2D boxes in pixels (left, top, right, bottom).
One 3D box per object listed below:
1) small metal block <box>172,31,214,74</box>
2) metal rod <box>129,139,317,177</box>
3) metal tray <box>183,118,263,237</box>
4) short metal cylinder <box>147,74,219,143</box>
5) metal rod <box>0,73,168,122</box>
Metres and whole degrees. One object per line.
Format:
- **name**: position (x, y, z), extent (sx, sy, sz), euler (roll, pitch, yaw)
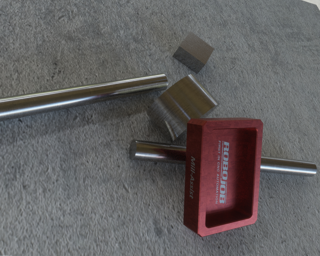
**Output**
- **small metal block**: position (0.056, -0.125, 0.512), extent (0.050, 0.025, 0.050), euler (35, 51, -6)
- **metal rod**: position (0.104, 0.046, 0.433), extent (0.302, 0.025, 0.025), euler (8, 58, -24)
- **metal tray**: position (0.075, 0.054, 0.366), extent (0.091, 0.030, 0.129), euler (-2, 97, -30)
- **short metal cylinder**: position (0.030, -0.024, 0.401), extent (0.081, 0.080, 0.050), euler (-34, 81, -38)
- **metal rod**: position (-0.116, -0.033, 0.362), extent (0.303, 0.025, 0.025), euler (-16, 70, -35)
